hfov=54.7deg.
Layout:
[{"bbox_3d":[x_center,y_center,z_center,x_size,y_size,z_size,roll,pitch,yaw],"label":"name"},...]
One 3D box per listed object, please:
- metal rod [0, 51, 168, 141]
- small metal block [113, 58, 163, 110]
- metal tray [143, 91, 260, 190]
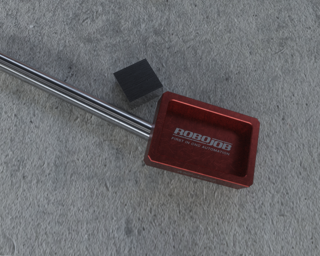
[{"bbox_3d":[-0.128,-0.049,0.424,0.301,0.025,0.025,25,72,8],"label":"metal rod"},{"bbox_3d":[-0.030,-0.061,0.430,0.050,0.025,0.050,-27,73,-10],"label":"small metal block"},{"bbox_3d":[0.054,0.016,0.384,0.131,0.030,0.090,16,70,-9],"label":"metal tray"}]
